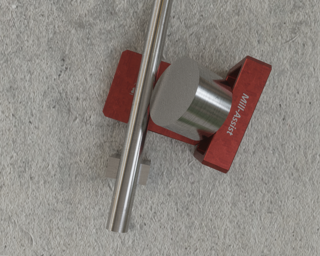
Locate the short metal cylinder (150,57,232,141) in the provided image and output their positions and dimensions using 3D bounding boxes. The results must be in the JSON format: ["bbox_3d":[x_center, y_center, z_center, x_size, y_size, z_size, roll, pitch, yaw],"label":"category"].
[{"bbox_3d":[0.033,-0.031,0.347,0.050,0.080,0.080,23,90,-33],"label":"short metal cylinder"}]

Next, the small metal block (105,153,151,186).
[{"bbox_3d":[-0.039,0.052,0.398,0.050,0.050,0.025,13,90,-1],"label":"small metal block"}]

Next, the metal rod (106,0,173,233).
[{"bbox_3d":[-0.021,-0.030,0.372,0.025,0.025,0.299,11,81,-1],"label":"metal rod"}]

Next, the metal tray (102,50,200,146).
[{"bbox_3d":[0.002,-0.039,0.408,0.131,0.030,0.090,18,90,-1],"label":"metal tray"}]

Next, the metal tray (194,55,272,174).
[{"bbox_3d":[0.084,-0.015,0.380,0.030,0.090,0.129,23,90,0],"label":"metal tray"}]
